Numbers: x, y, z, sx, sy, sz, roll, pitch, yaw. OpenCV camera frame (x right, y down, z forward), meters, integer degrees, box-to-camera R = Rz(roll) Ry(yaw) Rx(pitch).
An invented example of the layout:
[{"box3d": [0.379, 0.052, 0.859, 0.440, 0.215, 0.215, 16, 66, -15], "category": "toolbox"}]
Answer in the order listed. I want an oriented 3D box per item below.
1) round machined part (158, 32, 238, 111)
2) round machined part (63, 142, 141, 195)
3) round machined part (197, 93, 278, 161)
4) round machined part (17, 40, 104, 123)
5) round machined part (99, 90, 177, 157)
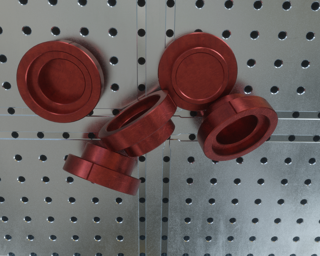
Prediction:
[{"box3d": [0.046, -0.067, 0.380, 0.099, 0.042, 0.097, 0, 110, -1], "category": "round machined part"}, {"box3d": [-0.070, 0.050, 0.399, 0.099, 0.098, 0.042, 22, 80, -9], "category": "round machined part"}, {"box3d": [0.092, -0.005, 0.388, 0.099, 0.042, 0.097, -14, 141, -12], "category": "round machined part"}, {"box3d": [-0.118, -0.059, 0.381, 0.099, 0.042, 0.097, 0, 110, -1], "category": "round machined part"}, {"box3d": [-0.021, -0.002, 0.374, 0.098, 0.098, 0.042, -29, 108, 10], "category": "round machined part"}]
